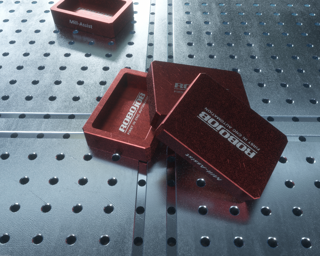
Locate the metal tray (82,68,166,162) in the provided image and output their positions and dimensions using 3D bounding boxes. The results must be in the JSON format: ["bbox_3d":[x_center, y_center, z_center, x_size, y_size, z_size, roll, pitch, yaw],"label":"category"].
[{"bbox_3d":[-0.035,-0.023,0.423,0.090,0.030,0.130,15,51,12],"label":"metal tray"}]

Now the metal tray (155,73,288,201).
[{"bbox_3d":[0.072,0.010,0.354,0.130,0.030,0.090,37,65,-2],"label":"metal tray"}]

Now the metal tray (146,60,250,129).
[{"bbox_3d":[0.051,-0.040,0.411,0.131,0.030,0.090,4,55,-16],"label":"metal tray"}]

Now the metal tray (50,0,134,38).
[{"bbox_3d":[-0.127,-0.221,0.589,0.130,0.030,0.090,18,52,14],"label":"metal tray"}]
